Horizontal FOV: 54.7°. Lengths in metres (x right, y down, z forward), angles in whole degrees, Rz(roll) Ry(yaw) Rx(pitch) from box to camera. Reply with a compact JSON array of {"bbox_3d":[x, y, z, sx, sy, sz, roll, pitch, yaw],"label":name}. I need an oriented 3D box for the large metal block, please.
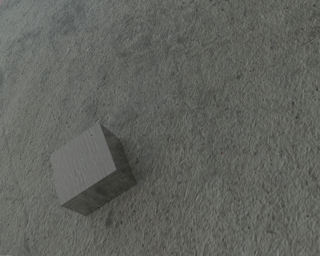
[{"bbox_3d":[-0.087,0.053,0.401,0.080,0.050,0.080,-33,51,6],"label":"large metal block"}]
